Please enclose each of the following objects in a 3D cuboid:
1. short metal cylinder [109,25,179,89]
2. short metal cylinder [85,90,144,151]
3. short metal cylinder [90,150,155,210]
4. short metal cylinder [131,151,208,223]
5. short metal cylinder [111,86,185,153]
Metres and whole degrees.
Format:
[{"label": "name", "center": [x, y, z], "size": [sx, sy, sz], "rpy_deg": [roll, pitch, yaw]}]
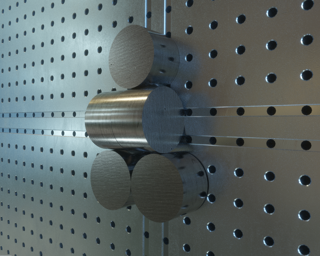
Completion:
[{"label": "short metal cylinder", "center": [-0.022, -0.090, 0.409], "size": [0.080, 0.050, 0.079], "rpy_deg": [0, 90, 39]}, {"label": "short metal cylinder", "center": [-0.052, -0.010, 0.415], "size": [0.050, 0.081, 0.079], "rpy_deg": [1, 91, 40]}, {"label": "short metal cylinder", "center": [-0.051, 0.069, 0.432], "size": [0.080, 0.050, 0.079], "rpy_deg": [0, 90, 39]}, {"label": "short metal cylinder", "center": [0.011, 0.070, 0.381], "size": [0.080, 0.050, 0.079], "rpy_deg": [0, 90, 39]}, {"label": "short metal cylinder", "center": [-0.013, -0.010, 0.383], "size": [0.050, 0.081, 0.079], "rpy_deg": [1, 91, 40]}]
